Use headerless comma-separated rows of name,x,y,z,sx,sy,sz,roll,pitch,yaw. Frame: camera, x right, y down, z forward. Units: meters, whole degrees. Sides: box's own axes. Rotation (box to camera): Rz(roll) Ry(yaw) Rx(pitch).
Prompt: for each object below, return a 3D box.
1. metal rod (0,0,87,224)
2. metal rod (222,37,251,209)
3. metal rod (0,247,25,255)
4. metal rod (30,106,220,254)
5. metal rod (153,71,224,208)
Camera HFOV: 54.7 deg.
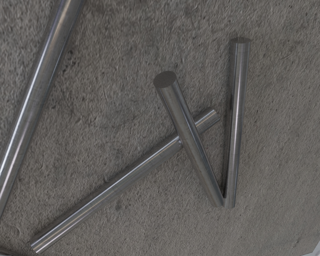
metal rod,-0.141,-0.005,0.326,0.025,0.025,0.298,16,110,-35
metal rod,0.113,0.012,0.475,0.025,0.025,0.298,-17,126,-18
metal rod,-0.173,0.202,0.437,0.025,0.025,0.300,-43,130,1
metal rod,-0.044,0.069,0.424,0.301,0.025,0.025,-36,129,-4
metal rod,0.052,0.039,0.429,0.025,0.025,0.299,-34,138,-6
